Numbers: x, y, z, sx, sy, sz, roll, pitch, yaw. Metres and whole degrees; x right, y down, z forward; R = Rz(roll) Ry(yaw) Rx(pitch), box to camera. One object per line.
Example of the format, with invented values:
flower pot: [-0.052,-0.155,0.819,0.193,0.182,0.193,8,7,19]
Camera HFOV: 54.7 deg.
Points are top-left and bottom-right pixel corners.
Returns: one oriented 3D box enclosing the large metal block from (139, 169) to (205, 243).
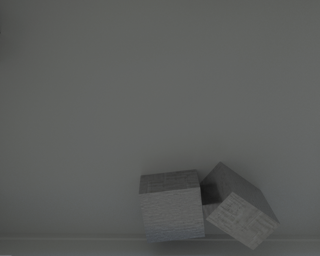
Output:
large metal block: [0.017,0.110,0.439,0.080,0.050,0.079,-7,110,2]

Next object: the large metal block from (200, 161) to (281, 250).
large metal block: [0.103,0.103,0.421,0.080,0.080,0.050,35,106,-13]
